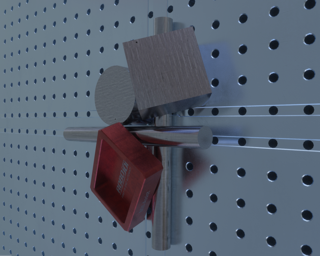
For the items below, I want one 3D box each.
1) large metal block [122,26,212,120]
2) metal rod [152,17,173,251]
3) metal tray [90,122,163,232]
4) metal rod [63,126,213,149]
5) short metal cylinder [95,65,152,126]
[{"bbox_3d":[0.008,-0.061,0.361,0.080,0.050,0.080,-14,79,-1],"label":"large metal block"},{"bbox_3d":[0.003,0.008,0.407,0.025,0.025,0.298,1,91,40],"label":"metal rod"},{"bbox_3d":[-0.050,0.068,0.414,0.090,0.030,0.129,42,137,25],"label":"metal tray"},{"bbox_3d":[-0.055,0.010,0.433,0.300,0.025,0.025,0,90,47],"label":"metal rod"},{"bbox_3d":[-0.045,-0.043,0.430,0.080,0.050,0.079,0,90,40],"label":"short metal cylinder"}]
